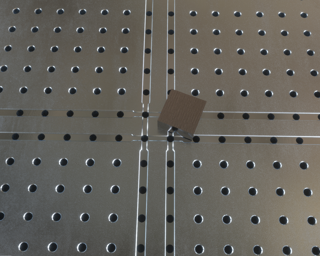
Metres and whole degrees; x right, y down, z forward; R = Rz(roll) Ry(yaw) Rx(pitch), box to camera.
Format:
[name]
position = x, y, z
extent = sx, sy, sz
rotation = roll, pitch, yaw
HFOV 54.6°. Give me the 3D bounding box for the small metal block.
[small metal block]
position = 0.029, -0.018, 0.419
extent = 0.050, 0.025, 0.050
rotation = 21, 71, 7
